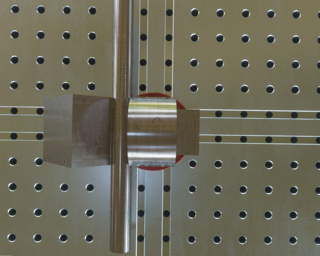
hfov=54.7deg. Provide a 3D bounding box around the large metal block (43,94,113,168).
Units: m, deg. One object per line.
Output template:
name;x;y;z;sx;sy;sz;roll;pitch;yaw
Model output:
large metal block;-0.102;0.003;0.379;0.050;0.080;0.079;1;90;-42

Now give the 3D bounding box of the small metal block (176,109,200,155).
small metal block;0.030;0.004;0.359;0.025;0.050;0.050;1;90;0

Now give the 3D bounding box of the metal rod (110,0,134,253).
metal rod;-0.046;-0.004;0.371;0.025;0.025;0.298;1;90;-1

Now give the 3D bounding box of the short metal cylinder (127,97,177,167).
short metal cylinder;-0.008;0.004;0.356;0.050;0.080;0.079;1;90;0

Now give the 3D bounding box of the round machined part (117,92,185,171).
round machined part;-0.008;0.004;0.404;0.099;0.042;0.097;0;90;-1
